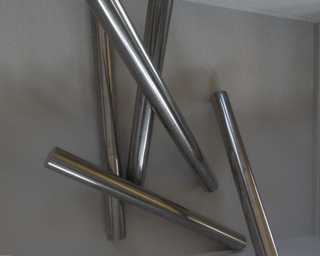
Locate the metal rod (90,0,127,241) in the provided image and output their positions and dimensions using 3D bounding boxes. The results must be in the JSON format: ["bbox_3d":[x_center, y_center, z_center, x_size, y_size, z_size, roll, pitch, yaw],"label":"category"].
[{"bbox_3d":[-0.065,-0.011,0.387,0.025,0.025,0.298,-5,92,-20],"label":"metal rod"}]

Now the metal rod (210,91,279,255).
[{"bbox_3d":[0.110,0.085,0.380,0.025,0.025,0.299,0,62,-20],"label":"metal rod"}]

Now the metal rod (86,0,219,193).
[{"bbox_3d":[0.010,-0.016,0.345,0.025,0.025,0.299,-45,131,-14],"label":"metal rod"}]

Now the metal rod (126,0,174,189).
[{"bbox_3d":[-0.011,-0.059,0.342,0.025,0.025,0.298,0,115,-20],"label":"metal rod"}]

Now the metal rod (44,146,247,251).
[{"bbox_3d":[0.001,0.100,0.392,0.301,0.025,0.025,31,80,-25],"label":"metal rod"}]
